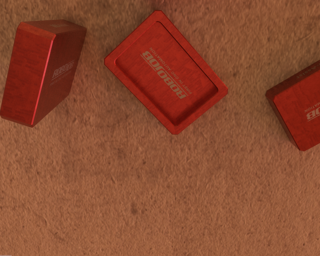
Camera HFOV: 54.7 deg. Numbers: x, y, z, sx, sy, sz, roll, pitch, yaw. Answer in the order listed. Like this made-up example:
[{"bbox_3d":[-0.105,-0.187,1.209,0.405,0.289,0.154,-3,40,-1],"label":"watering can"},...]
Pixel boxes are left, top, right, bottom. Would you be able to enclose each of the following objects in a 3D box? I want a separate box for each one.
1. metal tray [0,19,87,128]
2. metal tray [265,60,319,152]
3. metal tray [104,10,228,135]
[{"bbox_3d":[-0.117,-0.065,0.328,0.030,0.130,0.089,19,109,-7],"label":"metal tray"},{"bbox_3d":[0.216,-0.040,0.396,0.130,0.030,0.090,-31,108,10],"label":"metal tray"},{"bbox_3d":[0.009,-0.066,0.382,0.090,0.030,0.130,-41,106,13],"label":"metal tray"}]
